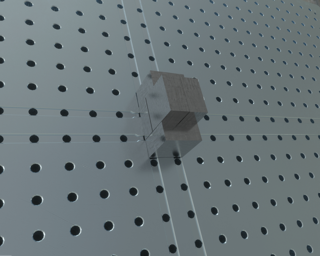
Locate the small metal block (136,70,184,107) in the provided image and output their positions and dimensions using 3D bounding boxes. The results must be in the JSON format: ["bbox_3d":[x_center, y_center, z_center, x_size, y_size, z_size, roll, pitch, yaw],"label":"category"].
[{"bbox_3d":[0.002,-0.051,0.422,0.050,0.050,0.025,2,61,-27],"label":"small metal block"}]

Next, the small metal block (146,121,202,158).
[{"bbox_3d":[0.016,0.015,0.390,0.050,0.050,0.025,1,61,-27],"label":"small metal block"}]

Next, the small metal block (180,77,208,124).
[{"bbox_3d":[0.031,-0.029,0.394,0.025,0.050,0.050,1,61,-26],"label":"small metal block"}]

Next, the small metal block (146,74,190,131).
[{"bbox_3d":[0.008,-0.030,0.381,0.025,0.050,0.050,2,61,-28],"label":"small metal block"}]

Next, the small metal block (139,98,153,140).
[{"bbox_3d":[0.003,-0.012,0.416,0.050,0.025,0.050,1,61,-26],"label":"small metal block"}]
